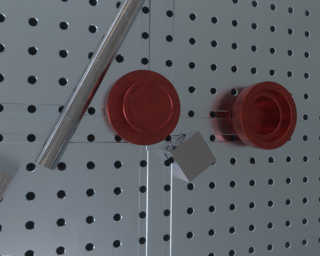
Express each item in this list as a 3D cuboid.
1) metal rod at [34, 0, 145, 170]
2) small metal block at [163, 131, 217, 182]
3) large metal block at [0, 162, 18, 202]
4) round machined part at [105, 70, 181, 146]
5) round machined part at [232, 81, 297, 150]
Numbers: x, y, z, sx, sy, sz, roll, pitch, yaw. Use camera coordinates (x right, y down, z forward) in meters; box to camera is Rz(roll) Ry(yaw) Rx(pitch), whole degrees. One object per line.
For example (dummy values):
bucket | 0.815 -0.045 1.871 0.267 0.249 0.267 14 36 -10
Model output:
metal rod | -0.070 -0.089 0.386 0.025 0.025 0.299 29 80 -18
small metal block | 0.042 0.038 0.428 0.050 0.025 0.050 -36 102 -17
large metal block | -0.209 0.066 0.322 0.080 0.050 0.080 29 80 -18
round machined part | -0.018 -0.026 0.397 0.099 0.042 0.097 0 90 -20
round machined part | 0.149 -0.018 0.458 0.099 0.042 0.097 0 90 -20
